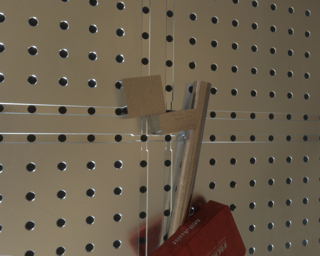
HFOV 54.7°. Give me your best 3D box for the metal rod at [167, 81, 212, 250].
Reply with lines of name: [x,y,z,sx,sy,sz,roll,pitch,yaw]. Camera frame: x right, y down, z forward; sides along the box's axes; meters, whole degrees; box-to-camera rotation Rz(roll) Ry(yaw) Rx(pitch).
metal rod: [0.034,0.084,0.425,0.025,0.025,0.298,11,86,-20]

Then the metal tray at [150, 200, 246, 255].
metal tray: [0.052,0.170,0.408,0.131,0.030,0.090,-34,111,-28]

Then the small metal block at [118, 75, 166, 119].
small metal block: [-0.023,-0.040,0.404,0.050,0.025,0.050,-10,93,-20]

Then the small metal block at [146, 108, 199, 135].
small metal block: [0.015,-0.008,0.405,0.050,0.050,0.025,-10,94,-20]
